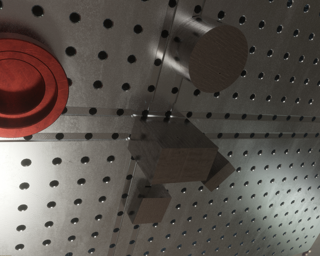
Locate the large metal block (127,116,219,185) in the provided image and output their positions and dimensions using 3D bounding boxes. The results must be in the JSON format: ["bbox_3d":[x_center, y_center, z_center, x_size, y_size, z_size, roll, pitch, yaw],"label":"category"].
[{"bbox_3d":[0.014,0.026,0.401,0.081,0.080,0.050,2,118,-30],"label":"large metal block"}]

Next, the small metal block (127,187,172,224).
[{"bbox_3d":[-0.017,0.120,0.478,0.050,0.025,0.050,7,115,-32],"label":"small metal block"}]

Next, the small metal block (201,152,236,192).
[{"bbox_3d":[0.079,0.061,0.478,0.050,0.050,0.025,-42,130,1],"label":"small metal block"}]

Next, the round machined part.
[{"bbox_3d":[-0.142,-0.042,0.297,0.099,0.042,0.097,-14,125,-21],"label":"round machined part"}]

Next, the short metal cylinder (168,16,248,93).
[{"bbox_3d":[0.057,-0.089,0.373,0.081,0.050,0.079,-14,124,-21],"label":"short metal cylinder"}]
